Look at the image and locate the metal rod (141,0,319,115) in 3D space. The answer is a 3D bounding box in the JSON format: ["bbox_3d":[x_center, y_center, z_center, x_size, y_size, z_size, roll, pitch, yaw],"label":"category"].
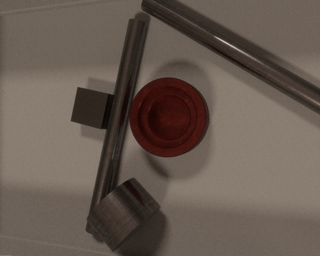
[{"bbox_3d":[0.101,-0.085,0.374,0.300,0.025,0.025,35,101,16],"label":"metal rod"}]

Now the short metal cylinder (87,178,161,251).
[{"bbox_3d":[-0.045,0.110,0.396,0.050,0.080,0.080,46,104,14],"label":"short metal cylinder"}]

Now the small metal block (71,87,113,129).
[{"bbox_3d":[-0.095,-0.028,0.443,0.050,0.025,0.050,14,95,19],"label":"small metal block"}]

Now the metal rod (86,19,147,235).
[{"bbox_3d":[-0.062,0.001,0.431,0.025,0.025,0.298,14,95,19],"label":"metal rod"}]

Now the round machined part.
[{"bbox_3d":[0.015,-0.013,0.396,0.098,0.042,0.097,0,90,19],"label":"round machined part"}]
